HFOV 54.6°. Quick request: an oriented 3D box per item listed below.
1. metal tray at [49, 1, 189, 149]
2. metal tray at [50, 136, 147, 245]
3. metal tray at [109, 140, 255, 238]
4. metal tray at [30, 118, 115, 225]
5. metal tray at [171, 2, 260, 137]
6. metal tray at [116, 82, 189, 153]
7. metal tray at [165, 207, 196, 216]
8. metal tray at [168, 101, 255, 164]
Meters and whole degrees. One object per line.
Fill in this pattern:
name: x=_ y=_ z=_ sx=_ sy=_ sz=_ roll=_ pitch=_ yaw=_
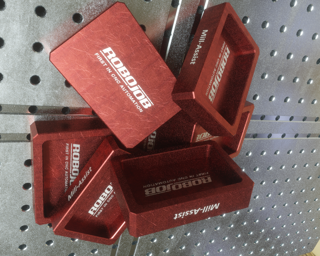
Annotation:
metal tray: x=-0.039 y=-0.053 z=0.331 sx=0.090 sy=0.030 sz=0.130 roll=-39 pitch=114 yaw=-2
metal tray: x=-0.062 y=0.082 z=0.385 sx=0.090 sy=0.030 sz=0.130 roll=30 pitch=102 yaw=-38
metal tray: x=0.020 y=0.057 z=0.331 sx=0.131 sy=0.090 sz=0.030 roll=-9 pitch=122 yaw=-19
metal tray: x=-0.108 y=0.053 z=0.382 sx=0.091 sy=0.030 sz=0.129 roll=-5 pitch=120 yaw=-27
metal tray: x=0.070 y=-0.066 z=0.361 sx=0.090 sy=0.030 sz=0.130 roll=38 pitch=64 yaw=-38
metal tray: x=-0.011 y=0.007 z=0.405 sx=0.091 sy=0.030 sz=0.129 roll=-6 pitch=119 yaw=-28
metal tray: x=0.040 y=0.098 z=0.447 sx=0.090 sy=0.030 sz=0.130 roll=-26 pitch=161 yaw=-12
metal tray: x=0.072 y=0.011 z=0.430 sx=0.131 sy=0.030 sz=0.089 roll=-16 pitch=127 yaw=-40
